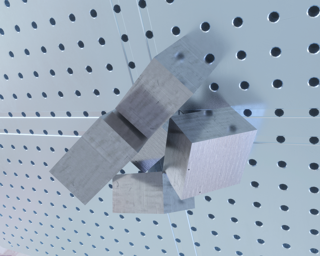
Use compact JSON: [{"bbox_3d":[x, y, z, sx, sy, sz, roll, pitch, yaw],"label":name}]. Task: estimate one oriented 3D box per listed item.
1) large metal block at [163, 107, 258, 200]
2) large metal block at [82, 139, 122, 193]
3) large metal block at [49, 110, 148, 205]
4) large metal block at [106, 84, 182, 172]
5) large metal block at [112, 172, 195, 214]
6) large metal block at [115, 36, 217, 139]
[{"bbox_3d":[0.054,0.027,0.355,0.050,0.081,0.079,-127,35,-47],"label":"large metal block"},{"bbox_3d":[-0.085,0.038,0.443,0.050,0.080,0.080,44,129,-2],"label":"large metal block"},{"bbox_3d":[-0.061,0.026,0.343,0.050,0.080,0.080,44,104,-2],"label":"large metal block"},{"bbox_3d":[-0.019,0.000,0.407,0.080,0.050,0.080,43,129,-2],"label":"large metal block"},{"bbox_3d":[-0.008,0.088,0.425,0.080,0.080,0.050,-9,78,32],"label":"large metal block"},{"bbox_3d":[0.008,-0.046,0.344,0.050,0.080,0.080,43,129,-2],"label":"large metal block"}]
